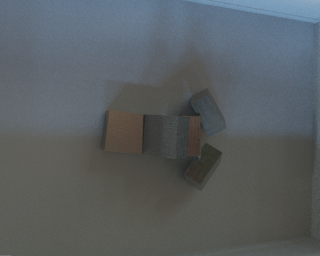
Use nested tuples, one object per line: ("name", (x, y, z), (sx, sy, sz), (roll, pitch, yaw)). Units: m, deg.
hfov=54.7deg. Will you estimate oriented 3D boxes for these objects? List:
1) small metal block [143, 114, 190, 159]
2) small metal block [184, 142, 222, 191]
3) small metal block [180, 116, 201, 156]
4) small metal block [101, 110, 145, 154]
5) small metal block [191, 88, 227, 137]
("small metal block", (0.007, 0.010, 0.380), (0.025, 0.050, 0.050), (1, 93, -52))
("small metal block", (0.058, 0.053, 0.416), (0.025, 0.050, 0.050), (32, 76, 18))
("small metal block", (0.030, 0.010, 0.408), (0.025, 0.050, 0.050), (1, 90, -20))
("small metal block", (-0.045, 0.005, 0.392), (0.050, 0.025, 0.050), (7, 88, -20))
("small metal block", (0.066, -0.023, 0.418), (0.025, 0.050, 0.050), (-28, 102, 15))
